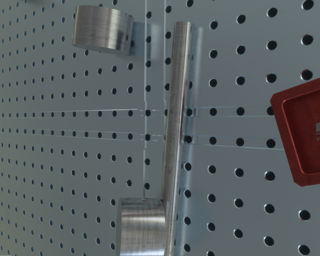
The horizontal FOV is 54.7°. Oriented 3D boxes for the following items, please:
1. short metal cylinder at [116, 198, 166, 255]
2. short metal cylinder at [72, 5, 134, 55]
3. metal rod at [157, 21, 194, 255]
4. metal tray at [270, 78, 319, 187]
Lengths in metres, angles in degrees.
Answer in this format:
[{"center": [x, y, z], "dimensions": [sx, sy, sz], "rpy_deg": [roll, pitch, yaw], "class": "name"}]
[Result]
[{"center": [-0.027, 0.128, 0.387], "dimensions": [0.080, 0.050, 0.079], "rpy_deg": [-175, 89, -79], "class": "short metal cylinder"}, {"center": [-0.080, -0.136, 0.437], "dimensions": [0.080, 0.081, 0.050], "rpy_deg": [14, 99, 39], "class": "short metal cylinder"}, {"center": [0.019, 0.020, 0.392], "dimensions": [0.025, 0.025, 0.298], "rpy_deg": [7, 95, 39], "class": "metal rod"}, {"center": [0.172, -0.006, 0.263], "dimensions": [0.130, 0.030, 0.090], "rpy_deg": [-20, 77, 37], "class": "metal tray"}]
